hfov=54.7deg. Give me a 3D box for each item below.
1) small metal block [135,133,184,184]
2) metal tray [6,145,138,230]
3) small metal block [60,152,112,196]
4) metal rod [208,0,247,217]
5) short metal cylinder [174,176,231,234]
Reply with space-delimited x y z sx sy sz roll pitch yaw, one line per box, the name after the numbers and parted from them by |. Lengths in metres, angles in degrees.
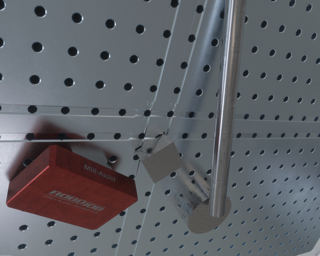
0.000 0.043 0.438 0.050 0.025 0.050 -31 129 -8 | small metal block
-0.104 0.079 0.383 0.090 0.030 0.130 -39 132 22 | metal tray
-0.097 0.063 0.397 0.050 0.025 0.050 20 108 -36 | small metal block
0.088 -0.013 0.416 0.025 0.025 0.298 -8 112 -24 | metal rod
0.069 0.126 0.511 0.081 0.050 0.079 -14 124 -21 | short metal cylinder
